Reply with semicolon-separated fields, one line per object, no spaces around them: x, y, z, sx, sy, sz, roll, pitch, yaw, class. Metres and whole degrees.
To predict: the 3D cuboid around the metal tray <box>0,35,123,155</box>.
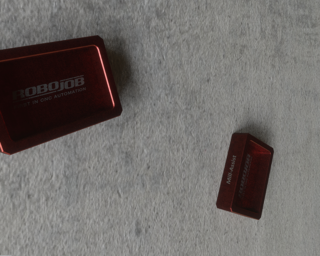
-0.108;-0.037;0.311;0.131;0.030;0.089;-23;105;-38;metal tray

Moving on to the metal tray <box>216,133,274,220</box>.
0.148;0.083;0.528;0.090;0.030;0.130;26;74;-37;metal tray
